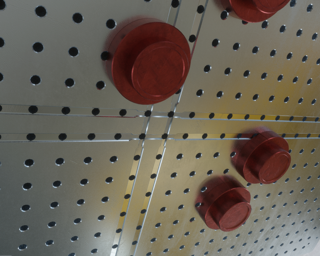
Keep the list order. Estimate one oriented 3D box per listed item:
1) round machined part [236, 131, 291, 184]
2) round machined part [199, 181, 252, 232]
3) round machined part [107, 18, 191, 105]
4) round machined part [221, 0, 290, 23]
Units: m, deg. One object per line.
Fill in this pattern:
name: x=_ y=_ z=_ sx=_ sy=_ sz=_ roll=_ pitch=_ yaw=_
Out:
round machined part: x=0.185 y=0.058 z=0.536 sx=0.099 sy=0.042 sz=0.097 roll=-14 pitch=124 yaw=-21
round machined part: x=0.124 y=0.147 z=0.557 sx=0.099 sy=0.042 sz=0.097 roll=-14 pitch=124 yaw=-21
round machined part: x=-0.007 y=-0.070 z=0.352 sx=0.099 sy=0.042 sz=0.097 roll=-14 pitch=124 yaw=-21
round machined part: x=0.121 y=-0.172 z=0.359 sx=0.099 sy=0.042 sz=0.097 roll=-14 pitch=124 yaw=-21
